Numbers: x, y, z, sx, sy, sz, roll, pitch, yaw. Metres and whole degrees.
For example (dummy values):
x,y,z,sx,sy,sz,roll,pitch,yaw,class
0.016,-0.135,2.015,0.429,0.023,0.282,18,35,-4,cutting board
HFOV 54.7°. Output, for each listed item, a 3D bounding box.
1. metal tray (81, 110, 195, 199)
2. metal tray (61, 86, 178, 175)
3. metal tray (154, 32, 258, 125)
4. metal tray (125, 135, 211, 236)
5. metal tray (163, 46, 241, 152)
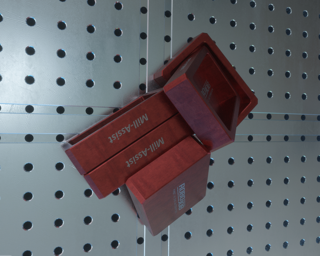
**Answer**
x,y,z,sx,sy,sz,roll,pitch,yaw,class
-0.031,0.025,0.366,0.131,0.090,0.030,-34,102,-17,metal tray
-0.048,0.000,0.361,0.131,0.090,0.030,-34,102,-17,metal tray
0.067,-0.054,0.435,0.090,0.030,0.130,-46,105,-15,metal tray
0.014,0.074,0.370,0.090,0.129,0.030,-34,60,-17,metal tray
0.057,-0.041,0.375,0.090,0.030,0.130,52,30,-13,metal tray
